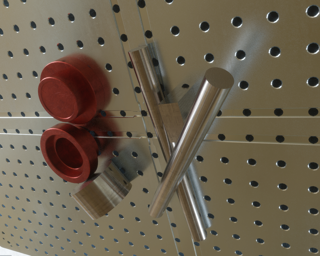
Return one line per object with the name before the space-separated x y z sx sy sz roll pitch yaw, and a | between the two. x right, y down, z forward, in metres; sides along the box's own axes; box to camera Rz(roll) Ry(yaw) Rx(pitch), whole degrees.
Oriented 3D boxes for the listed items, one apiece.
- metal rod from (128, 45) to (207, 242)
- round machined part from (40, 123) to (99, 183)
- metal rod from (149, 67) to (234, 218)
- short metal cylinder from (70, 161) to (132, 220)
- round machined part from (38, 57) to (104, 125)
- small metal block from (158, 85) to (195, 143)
metal rod | 0.018 0.037 0.424 0.025 0.025 0.298 -5 116 30
round machined part | -0.138 0.036 0.492 0.098 0.042 0.097 14 122 24
metal rod | 0.022 0.045 0.374 0.025 0.025 0.298 30 143 9
short metal cylinder | -0.091 0.095 0.483 0.080 0.080 0.050 -31 102 38
round machined part | -0.132 -0.047 0.441 0.098 0.042 0.097 13 124 21
small metal block | 0.026 -0.017 0.371 0.025 0.050 0.050 -4 116 30
